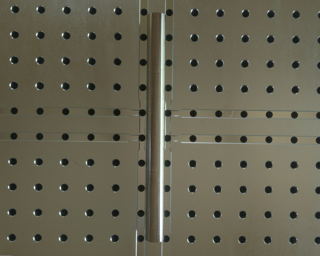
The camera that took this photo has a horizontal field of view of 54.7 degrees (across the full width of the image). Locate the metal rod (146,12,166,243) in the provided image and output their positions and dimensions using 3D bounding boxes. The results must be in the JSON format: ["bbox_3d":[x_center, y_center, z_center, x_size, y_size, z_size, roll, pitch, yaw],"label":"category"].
[{"bbox_3d":[-0.006,-0.001,0.413,0.025,0.025,0.298,0,90,-1],"label":"metal rod"}]
